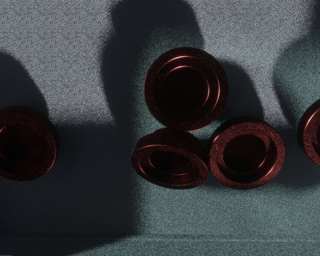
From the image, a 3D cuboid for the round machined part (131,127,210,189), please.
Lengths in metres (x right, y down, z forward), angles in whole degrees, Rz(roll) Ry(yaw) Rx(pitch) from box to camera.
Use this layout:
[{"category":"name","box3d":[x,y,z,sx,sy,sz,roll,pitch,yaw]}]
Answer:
[{"category":"round machined part","box3d":[0.016,0.036,0.400,0.098,0.042,0.097,9,141,8]}]

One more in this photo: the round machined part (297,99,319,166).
[{"category":"round machined part","box3d":[0.228,0.001,0.404,0.099,0.042,0.097,0,110,1]}]

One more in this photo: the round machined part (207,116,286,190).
[{"category":"round machined part","box3d":[0.111,0.030,0.414,0.099,0.042,0.097,0,110,0]}]

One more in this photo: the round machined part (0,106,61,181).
[{"category":"round machined part","box3d":[-0.180,0.017,0.407,0.099,0.042,0.097,0,110,0]}]

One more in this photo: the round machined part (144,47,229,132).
[{"category":"round machined part","box3d":[0.030,-0.046,0.377,0.099,0.042,0.097,0,94,-3]}]
